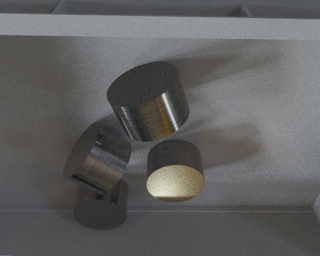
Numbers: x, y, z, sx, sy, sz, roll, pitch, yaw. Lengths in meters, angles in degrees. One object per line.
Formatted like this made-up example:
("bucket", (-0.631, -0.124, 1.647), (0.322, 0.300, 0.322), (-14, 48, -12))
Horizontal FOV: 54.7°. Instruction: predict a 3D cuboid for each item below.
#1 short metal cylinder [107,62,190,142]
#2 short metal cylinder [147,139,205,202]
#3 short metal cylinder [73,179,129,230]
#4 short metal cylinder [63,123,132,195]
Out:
("short metal cylinder", (-0.012, -0.031, 0.347), (0.080, 0.080, 0.050), (-14, 129, 11))
("short metal cylinder", (0.022, 0.062, 0.446), (0.081, 0.050, 0.079), (0, 130, 0))
("short metal cylinder", (-0.092, 0.117, 0.491), (0.081, 0.050, 0.079), (0, 130, 0))
("short metal cylinder", (-0.082, 0.040, 0.406), (0.050, 0.080, 0.080), (34, 122, -26))
